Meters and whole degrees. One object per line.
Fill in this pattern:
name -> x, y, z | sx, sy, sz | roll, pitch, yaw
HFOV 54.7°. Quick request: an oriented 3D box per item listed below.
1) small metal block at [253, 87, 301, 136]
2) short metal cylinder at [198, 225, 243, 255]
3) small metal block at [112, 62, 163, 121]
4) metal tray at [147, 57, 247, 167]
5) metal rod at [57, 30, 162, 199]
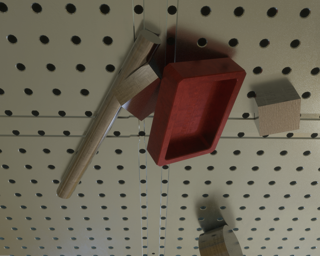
small metal block -> 0.150, -0.020, 0.397 | 0.050, 0.025, 0.050 | -11, 130, 9
short metal cylinder -> 0.113, 0.226, 0.570 | 0.050, 0.080, 0.080 | -28, 125, 21
small metal block -> -0.018, -0.040, 0.355 | 0.050, 0.025, 0.050 | -37, 152, 7
metal tray -> 0.040, -0.017, 0.369 | 0.091, 0.030, 0.129 | -12, 136, -27
metal rod -> -0.081, 0.003, 0.412 | 0.025, 0.025, 0.298 | 23, 126, -19
